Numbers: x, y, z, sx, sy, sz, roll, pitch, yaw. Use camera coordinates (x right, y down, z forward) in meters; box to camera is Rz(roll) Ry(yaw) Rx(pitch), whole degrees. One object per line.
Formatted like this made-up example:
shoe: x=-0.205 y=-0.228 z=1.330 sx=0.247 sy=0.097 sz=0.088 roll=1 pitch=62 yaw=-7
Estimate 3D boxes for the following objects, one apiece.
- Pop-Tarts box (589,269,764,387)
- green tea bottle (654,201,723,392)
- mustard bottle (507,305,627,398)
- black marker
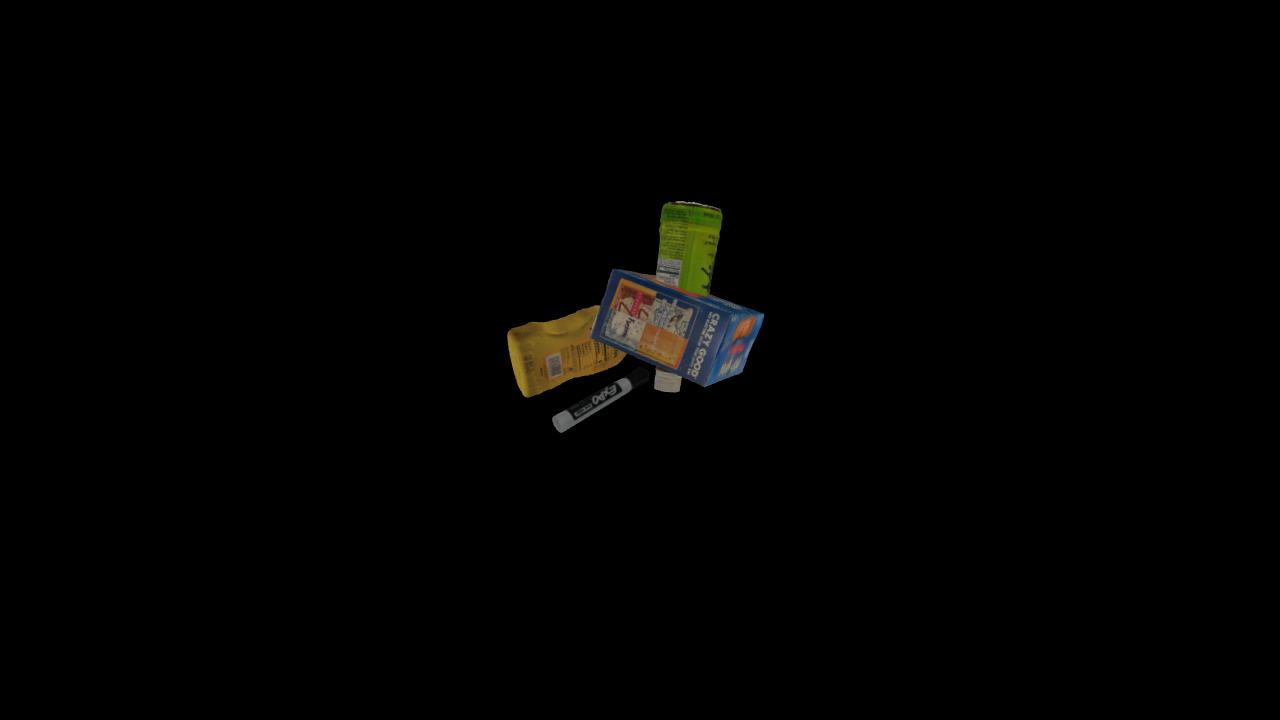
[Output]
Pop-Tarts box: x=0.049 y=-0.040 z=0.703 sx=0.141 sy=0.083 sz=0.167 roll=24 pitch=13 yaw=19
green tea bottle: x=0.044 y=-0.069 z=0.699 sx=0.073 sy=0.212 sz=0.073 roll=9 pitch=9 yaw=-2
mustard bottle: x=-0.065 y=-0.020 z=0.753 sx=0.184 sy=0.092 sz=0.054 roll=-19 pitch=35 yaw=-20
black marker: x=-0.037 y=0.040 z=0.646 sx=0.121 sy=0.020 sz=0.020 roll=-29 pitch=16 yaw=-30
